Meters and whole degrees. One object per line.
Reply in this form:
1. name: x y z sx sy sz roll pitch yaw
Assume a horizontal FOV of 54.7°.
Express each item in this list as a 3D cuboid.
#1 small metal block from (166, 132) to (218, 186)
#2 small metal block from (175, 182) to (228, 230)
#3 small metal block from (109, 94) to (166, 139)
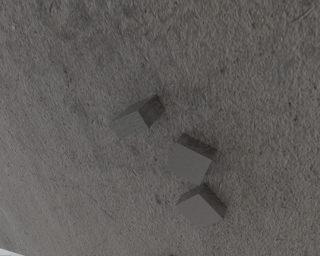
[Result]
1. small metal block: 0.041 0.042 0.411 0.050 0.025 0.050 26 128 11
2. small metal block: 0.059 0.113 0.445 0.050 0.025 0.050 47 129 -5
3. small metal block: -0.028 -0.015 0.396 0.050 0.050 0.025 -20 108 35
